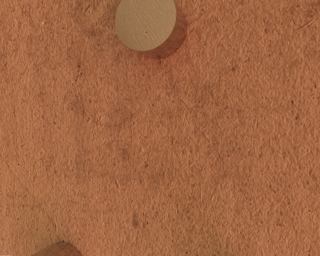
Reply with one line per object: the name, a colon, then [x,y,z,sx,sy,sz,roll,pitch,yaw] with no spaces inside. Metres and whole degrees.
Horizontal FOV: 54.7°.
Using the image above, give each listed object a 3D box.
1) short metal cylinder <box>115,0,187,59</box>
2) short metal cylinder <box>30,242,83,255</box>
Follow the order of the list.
short metal cylinder: [-0.010,-0.133,0.399,0.080,0.050,0.080,0,90,20]
short metal cylinder: [-0.156,0.214,0.451,0.080,0.050,0.080,0,90,20]
